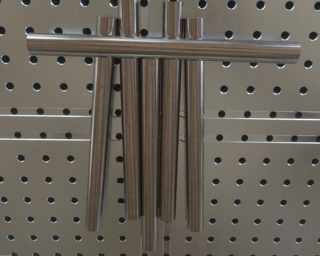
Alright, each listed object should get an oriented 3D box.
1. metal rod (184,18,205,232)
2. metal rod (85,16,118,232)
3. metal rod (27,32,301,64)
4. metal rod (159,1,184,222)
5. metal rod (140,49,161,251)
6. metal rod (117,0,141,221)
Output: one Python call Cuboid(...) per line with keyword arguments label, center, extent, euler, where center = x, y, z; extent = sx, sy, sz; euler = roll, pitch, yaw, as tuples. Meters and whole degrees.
Cuboid(label="metal rod", center=(0.047, 0.010, 0.418), extent=(0.025, 0.025, 0.298), euler=(-2, 110, 1))
Cuboid(label="metal rod", center=(-0.081, 0.009, 0.415), extent=(0.025, 0.025, 0.298), euler=(7, 110, -3))
Cuboid(label="metal rod", center=(0.005, -0.091, 0.353), extent=(0.302, 0.025, 0.025), euler=(2, 110, -1))
Cuboid(label="metal rod", center=(0.013, -0.007, 0.412), extent=(0.025, 0.025, 0.298), euler=(1, 110, 0))
Cuboid(label="metal rod", center=(-0.013, 0.043, 0.429), extent=(0.025, 0.025, 0.298), euler=(1, 111, 0))
Cuboid(label="metal rod", center=(-0.038, -0.010, 0.410), extent=(0.025, 0.025, 0.298), euler=(1, 110, 0))
